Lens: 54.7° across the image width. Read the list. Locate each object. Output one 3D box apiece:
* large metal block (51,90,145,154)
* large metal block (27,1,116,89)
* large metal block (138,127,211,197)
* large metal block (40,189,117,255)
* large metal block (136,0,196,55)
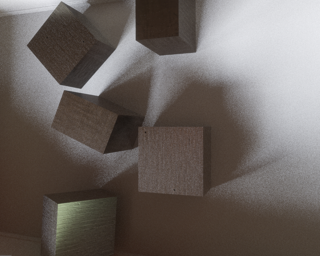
[{"bbox_3d":[-0.078,-0.008,0.408,0.080,0.080,0.050,24,98,18],"label":"large metal block"},{"bbox_3d":[-0.125,-0.115,0.440,0.080,0.050,0.080,-45,76,14],"label":"large metal block"},{"bbox_3d":[0.020,0.038,0.390,0.080,0.050,0.079,0,90,19],"label":"large metal block"},{"bbox_3d":[-0.107,0.129,0.410,0.050,0.081,0.079,5,92,51],"label":"large metal block"},{"bbox_3d":[0.010,-0.138,0.377,0.050,0.080,0.079,0,90,20],"label":"large metal block"}]
